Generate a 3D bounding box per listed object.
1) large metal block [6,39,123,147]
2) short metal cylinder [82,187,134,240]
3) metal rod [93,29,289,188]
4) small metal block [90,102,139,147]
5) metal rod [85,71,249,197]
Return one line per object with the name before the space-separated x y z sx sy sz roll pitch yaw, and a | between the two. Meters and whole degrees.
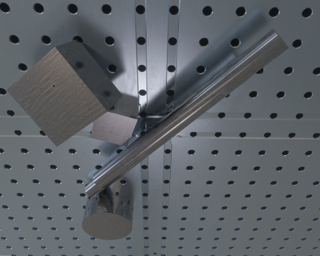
large metal block | -0.104 -0.039 0.346 0.080 0.050 0.080 -32 104 24
short metal cylinder | -0.085 0.143 0.516 0.081 0.050 0.079 0 130 0
metal rod | 0.017 -0.007 0.378 0.025 0.025 0.299 36 122 -27
small metal block | -0.060 -0.007 0.405 0.050 0.025 0.050 15 129 -13
metal rod | -0.007 0.016 0.425 0.025 0.025 0.299 36 121 -27
